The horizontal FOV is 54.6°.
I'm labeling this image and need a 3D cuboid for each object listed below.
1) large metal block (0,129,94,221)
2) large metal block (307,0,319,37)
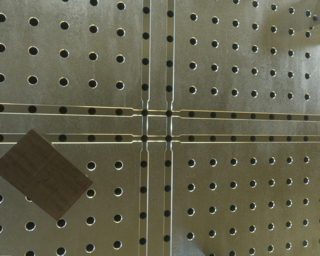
[{"bbox_3d":[-0.125,0.046,0.337,0.080,0.080,0.050,46,76,-15],"label":"large metal block"},{"bbox_3d":[0.296,-0.192,0.491,0.050,0.080,0.080,25,82,-18],"label":"large metal block"}]
